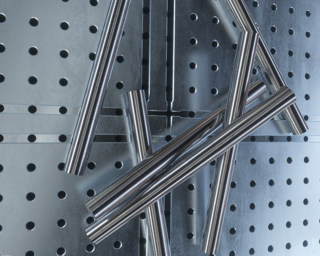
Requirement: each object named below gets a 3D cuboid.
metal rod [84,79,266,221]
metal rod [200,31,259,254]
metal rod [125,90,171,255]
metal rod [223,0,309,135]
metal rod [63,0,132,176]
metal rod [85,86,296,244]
[{"bbox_3d":[0.036,0.015,0.405,0.302,0.025,0.025,-34,101,-24],"label":"metal rod"},{"bbox_3d":[0.091,0.026,0.416,0.025,0.025,0.298,5,100,-20],"label":"metal rod"},{"bbox_3d":[-0.009,0.100,0.409,0.025,0.025,0.298,-10,94,-20],"label":"metal rod"},{"bbox_3d":[0.147,-0.120,0.466,0.025,0.025,0.299,-35,101,-17],"label":"metal rod"},{"bbox_3d":[-0.068,-0.090,0.387,0.025,0.025,0.299,16,85,-19],"label":"metal rod"},{"bbox_3d":[0.039,0.044,0.383,0.301,0.025,0.025,-35,102,-2],"label":"metal rod"}]
